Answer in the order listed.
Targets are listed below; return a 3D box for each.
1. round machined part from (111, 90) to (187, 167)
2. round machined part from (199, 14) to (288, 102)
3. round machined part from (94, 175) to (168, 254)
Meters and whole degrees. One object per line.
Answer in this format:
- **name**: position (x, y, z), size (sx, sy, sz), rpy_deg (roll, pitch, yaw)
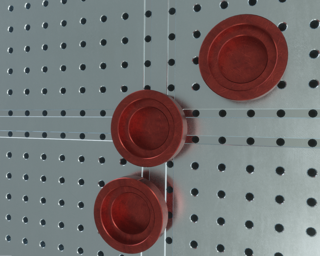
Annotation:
- **round machined part**: position (-0.011, 0.001, 0.408), size (0.098, 0.042, 0.097), rpy_deg (0, 90, 20)
- **round machined part**: position (0.099, -0.080, 0.369), size (0.098, 0.042, 0.097), rpy_deg (0, 90, 20)
- **round machined part**: position (-0.035, 0.112, 0.417), size (0.098, 0.042, 0.097), rpy_deg (0, 90, 20)
